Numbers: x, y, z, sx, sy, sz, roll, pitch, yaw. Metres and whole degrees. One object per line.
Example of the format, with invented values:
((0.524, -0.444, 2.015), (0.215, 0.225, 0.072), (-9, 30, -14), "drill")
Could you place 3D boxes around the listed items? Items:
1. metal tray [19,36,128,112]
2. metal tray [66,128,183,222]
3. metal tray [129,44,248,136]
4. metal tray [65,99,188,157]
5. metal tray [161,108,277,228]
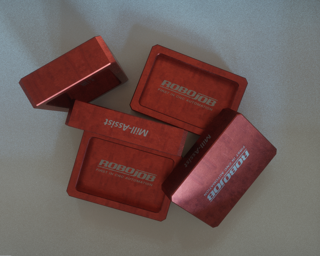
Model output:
((-0.088, -0.054, 0.355), (0.090, 0.130, 0.030), (-30, 91, 0), "metal tray")
((-0.044, 0.059, 0.405), (0.131, 0.030, 0.090), (16, 90, -1), "metal tray")
((0.037, -0.043, 0.408), (0.131, 0.030, 0.090), (21, 90, -1), "metal tray")
((-0.036, -0.001, 0.376), (0.131, 0.090, 0.030), (16, 90, -1), "metal tray")
((0.076, 0.051, 0.389), (0.090, 0.030, 0.130), (39, 90, -29), "metal tray")
